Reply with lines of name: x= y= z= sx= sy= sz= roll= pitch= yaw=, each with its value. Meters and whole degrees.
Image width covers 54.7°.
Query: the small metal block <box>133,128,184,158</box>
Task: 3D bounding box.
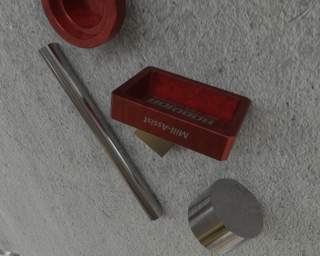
small metal block: x=0.002 y=0.003 z=0.406 sx=0.050 sy=0.025 sz=0.050 roll=41 pitch=129 yaw=0

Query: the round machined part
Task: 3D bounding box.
round machined part: x=-0.081 y=-0.143 z=0.348 sx=0.098 sy=0.042 sz=0.097 roll=13 pitch=124 yaw=20

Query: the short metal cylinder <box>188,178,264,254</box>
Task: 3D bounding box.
short metal cylinder: x=0.083 y=0.112 z=0.396 sx=0.080 sy=0.080 sz=0.050 roll=39 pitch=129 yaw=1

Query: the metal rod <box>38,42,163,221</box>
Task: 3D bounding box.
metal rod: x=-0.080 y=0.015 z=0.455 sx=0.025 sy=0.025 sz=0.299 roll=-20 pitch=108 yaw=35

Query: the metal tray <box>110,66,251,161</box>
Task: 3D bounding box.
metal tray: x=0.024 y=-0.022 z=0.337 sx=0.130 sy=0.090 sz=0.030 roll=21 pitch=126 yaw=15
